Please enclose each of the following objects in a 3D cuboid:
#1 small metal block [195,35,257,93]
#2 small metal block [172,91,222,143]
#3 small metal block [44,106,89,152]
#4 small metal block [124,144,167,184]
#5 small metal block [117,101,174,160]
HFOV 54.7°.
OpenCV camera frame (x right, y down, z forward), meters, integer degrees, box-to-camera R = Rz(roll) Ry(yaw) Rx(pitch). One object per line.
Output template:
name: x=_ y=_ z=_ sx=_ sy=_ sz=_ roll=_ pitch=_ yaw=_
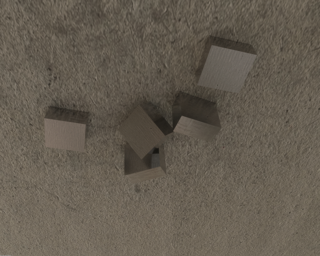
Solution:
small metal block: x=0.072 y=-0.071 z=0.348 sx=0.050 sy=0.025 sz=0.050 roll=10 pitch=130 yaw=-9
small metal block: x=0.043 y=-0.014 z=0.379 sx=0.050 sy=0.050 sz=0.025 roll=17 pitch=128 yaw=-14
small metal block: x=-0.122 y=0.002 z=0.408 sx=0.050 sy=0.025 sz=0.050 roll=9 pitch=130 yaw=-8
small metal block: x=-0.021 y=0.044 z=0.425 sx=0.050 sy=0.050 sz=0.025 roll=-16 pitch=139 yaw=13
small metal block: x=-0.018 y=0.003 z=0.392 sx=0.050 sy=0.025 sz=0.050 roll=50 pitch=122 yaw=11
